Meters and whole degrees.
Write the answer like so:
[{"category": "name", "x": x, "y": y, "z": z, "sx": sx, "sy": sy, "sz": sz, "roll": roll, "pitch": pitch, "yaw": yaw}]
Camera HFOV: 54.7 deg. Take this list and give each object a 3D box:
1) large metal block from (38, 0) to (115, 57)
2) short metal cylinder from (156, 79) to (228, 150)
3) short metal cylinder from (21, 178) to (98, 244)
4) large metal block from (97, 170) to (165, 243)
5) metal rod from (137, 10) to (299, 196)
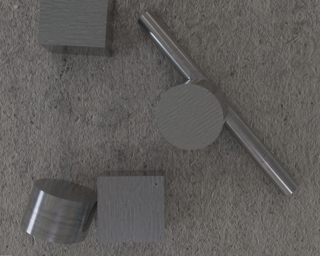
[{"category": "large metal block", "x": -0.104, "y": -0.139, "z": 0.397, "sx": 0.080, "sy": 0.050, "sz": 0.080, "roll": 3, "pitch": 90, "yaw": 0}, {"category": "short metal cylinder", "x": 0.041, "y": -0.018, "z": 0.384, "sx": 0.080, "sy": 0.050, "sz": 0.079, "roll": 5, "pitch": 107, "yaw": 17}, {"category": "short metal cylinder", "x": -0.121, "y": 0.100, "z": 0.382, "sx": 0.080, "sy": 0.080, "sz": 0.050, "roll": 18, "pitch": 90, "yaw": 0}, {"category": "large metal block", "x": -0.035, "y": 0.098, "z": 0.397, "sx": 0.081, "sy": 0.050, "sz": 0.080, "roll": -1, "pitch": 90, "yaw": 0}, {"category": "metal rod", "x": 0.076, "y": -0.033, "z": 0.410, "sx": 0.025, "sy": 0.025, "sz": 0.300, "roll": -40, "pitch": 90, "yaw": 0}]
